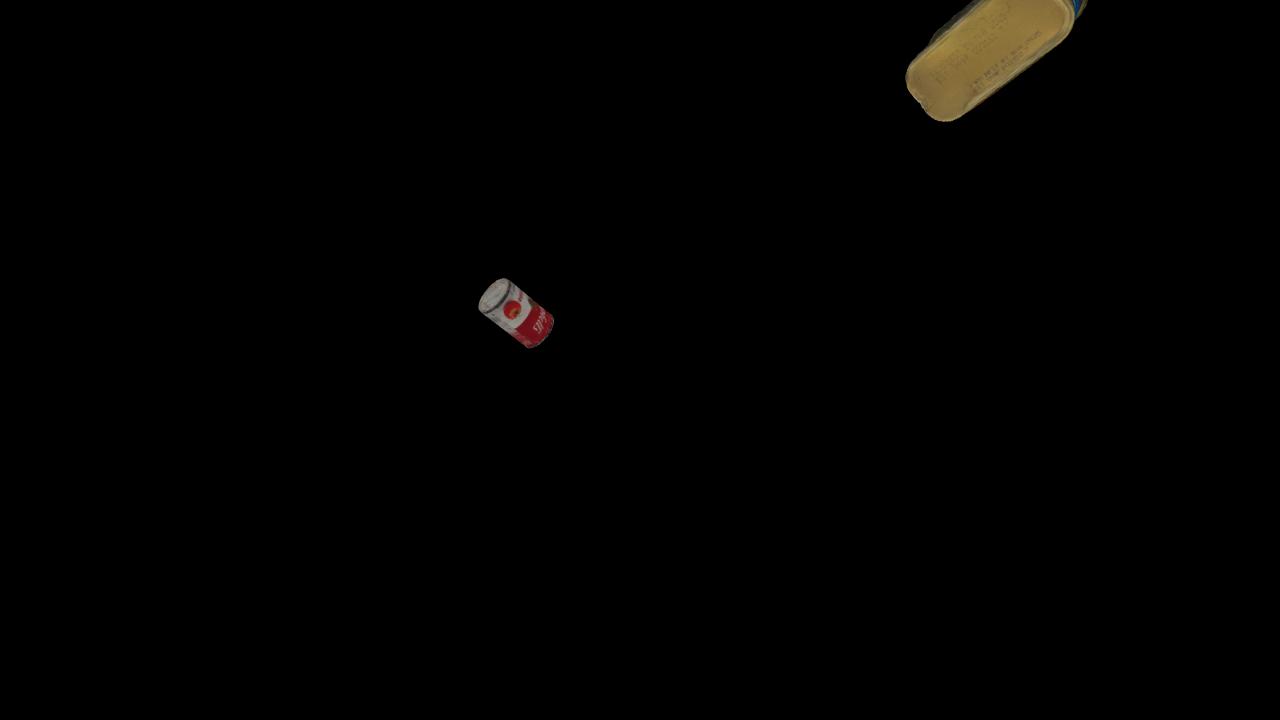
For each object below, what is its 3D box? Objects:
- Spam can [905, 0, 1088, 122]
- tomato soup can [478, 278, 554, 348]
[{"bbox_3d":[0.242,-0.221,0.421,0.085,0.058,0.101,-45,6,-41],"label":"Spam can"},{"bbox_3d":[-0.194,-0.073,0.965,0.068,0.068,0.101,0,-32,45],"label":"tomato soup can"}]
